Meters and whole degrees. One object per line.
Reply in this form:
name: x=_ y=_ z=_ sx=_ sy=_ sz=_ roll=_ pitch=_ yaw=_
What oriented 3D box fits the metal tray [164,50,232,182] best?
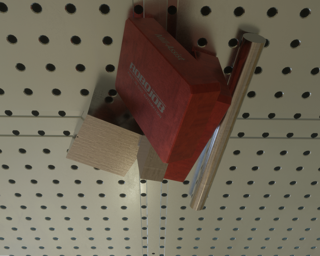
metal tray: x=0.032 y=-0.011 z=0.359 sx=0.030 sy=0.090 sz=0.129 roll=14 pitch=129 yaw=-13

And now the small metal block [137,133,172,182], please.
small metal block: x=-0.006 y=0.025 z=0.352 sx=0.025 sy=0.050 sz=0.050 roll=11 pitch=112 yaw=-14

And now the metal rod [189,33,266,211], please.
metal rod: x=0.081 y=0.016 z=0.426 sx=0.025 sy=0.025 sz=0.298 roll=5 pitch=130 yaw=-5

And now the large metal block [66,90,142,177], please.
large metal block: x=-0.065 y=0.009 z=0.402 sx=0.080 sy=0.050 sz=0.080 roll=22 pitch=127 yaw=-18

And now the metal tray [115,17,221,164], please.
metal tray: x=-0.002 y=-0.041 z=0.309 sx=0.030 sy=0.130 sz=0.089 roll=-10 pitch=136 yaw=-29
